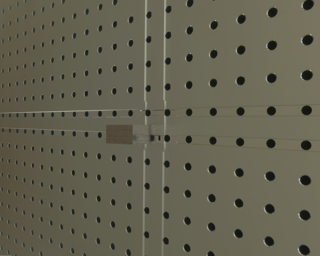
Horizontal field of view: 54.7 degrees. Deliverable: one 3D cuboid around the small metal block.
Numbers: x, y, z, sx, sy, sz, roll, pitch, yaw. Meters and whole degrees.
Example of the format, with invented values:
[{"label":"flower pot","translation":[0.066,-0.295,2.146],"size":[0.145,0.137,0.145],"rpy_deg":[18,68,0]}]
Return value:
[{"label":"small metal block","translation":[-0.037,0.008,0.422],"size":[0.050,0.050,0.025],"rpy_deg":[0,90,39]}]
